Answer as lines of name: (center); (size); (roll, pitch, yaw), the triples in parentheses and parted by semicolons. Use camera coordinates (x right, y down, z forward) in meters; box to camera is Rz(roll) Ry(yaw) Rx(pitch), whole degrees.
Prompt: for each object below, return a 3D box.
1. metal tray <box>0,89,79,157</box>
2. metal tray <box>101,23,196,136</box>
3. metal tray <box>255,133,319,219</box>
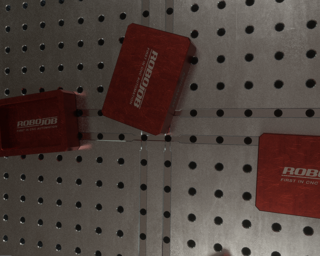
metal tray: (-0.191, -0.005, 0.475); (0.130, 0.030, 0.089); (-6, 88, 19)
metal tray: (-0.016, -0.064, 0.415); (0.090, 0.030, 0.129); (20, 97, 18)
metal tray: (0.178, 0.053, 0.347); (0.130, 0.030, 0.089); (3, 91, 19)
